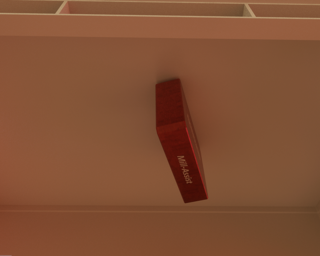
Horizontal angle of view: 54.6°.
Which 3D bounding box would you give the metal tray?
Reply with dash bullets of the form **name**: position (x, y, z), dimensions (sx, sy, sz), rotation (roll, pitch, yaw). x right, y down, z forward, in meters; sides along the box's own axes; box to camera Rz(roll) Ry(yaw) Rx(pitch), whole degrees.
- **metal tray**: position (0.027, 0.018, 0.378), dimensions (0.030, 0.090, 0.130), rotation (-13, 129, 9)
